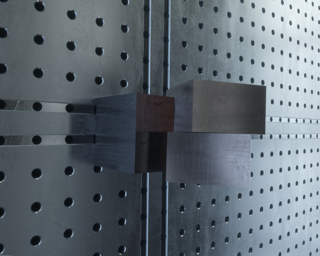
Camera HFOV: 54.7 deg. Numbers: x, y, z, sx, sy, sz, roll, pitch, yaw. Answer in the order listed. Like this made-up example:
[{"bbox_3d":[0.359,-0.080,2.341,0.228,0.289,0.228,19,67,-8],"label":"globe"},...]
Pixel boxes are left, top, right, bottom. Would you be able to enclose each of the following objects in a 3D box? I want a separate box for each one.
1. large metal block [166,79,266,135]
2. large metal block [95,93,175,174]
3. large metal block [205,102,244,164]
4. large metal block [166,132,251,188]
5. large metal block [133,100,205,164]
[{"bbox_3d":[0.057,-0.019,0.340,0.081,0.080,0.050,2,88,-18],"label":"large metal block"},{"bbox_3d":[-0.031,0.005,0.350,0.050,0.080,0.079,2,89,-40],"label":"large metal block"},{"bbox_3d":[0.071,0.008,0.435,0.050,0.080,0.080,5,87,-40],"label":"large metal block"},{"bbox_3d":[0.057,0.031,0.336,0.080,0.080,0.050,8,84,-73],"label":"large metal block"},{"bbox_3d":[0.012,0.005,0.403,0.081,0.050,0.080,3,88,-40],"label":"large metal block"}]
